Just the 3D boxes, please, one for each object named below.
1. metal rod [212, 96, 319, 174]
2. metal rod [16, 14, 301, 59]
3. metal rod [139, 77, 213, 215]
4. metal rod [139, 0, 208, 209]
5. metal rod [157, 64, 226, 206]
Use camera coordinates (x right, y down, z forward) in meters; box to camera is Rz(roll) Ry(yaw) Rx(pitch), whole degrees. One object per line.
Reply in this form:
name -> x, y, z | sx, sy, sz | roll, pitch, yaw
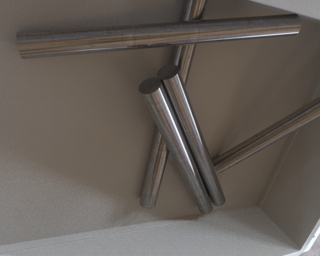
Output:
metal rod -> 0.206, -0.016, 0.448 | 0.300, 0.025, 0.025 | -34, 133, 21
metal rod -> 0.013, -0.099, 0.328 | 0.302, 0.025, 0.025 | -9, 123, -14
metal rod -> 0.035, 0.048, 0.433 | 0.025, 0.025, 0.299 | -33, 137, -7
metal rod -> 0.011, -0.016, 0.406 | 0.025, 0.025, 0.298 | -2, 119, -28
metal rod -> 0.056, 0.033, 0.440 | 0.025, 0.025, 0.299 | -34, 136, -7
